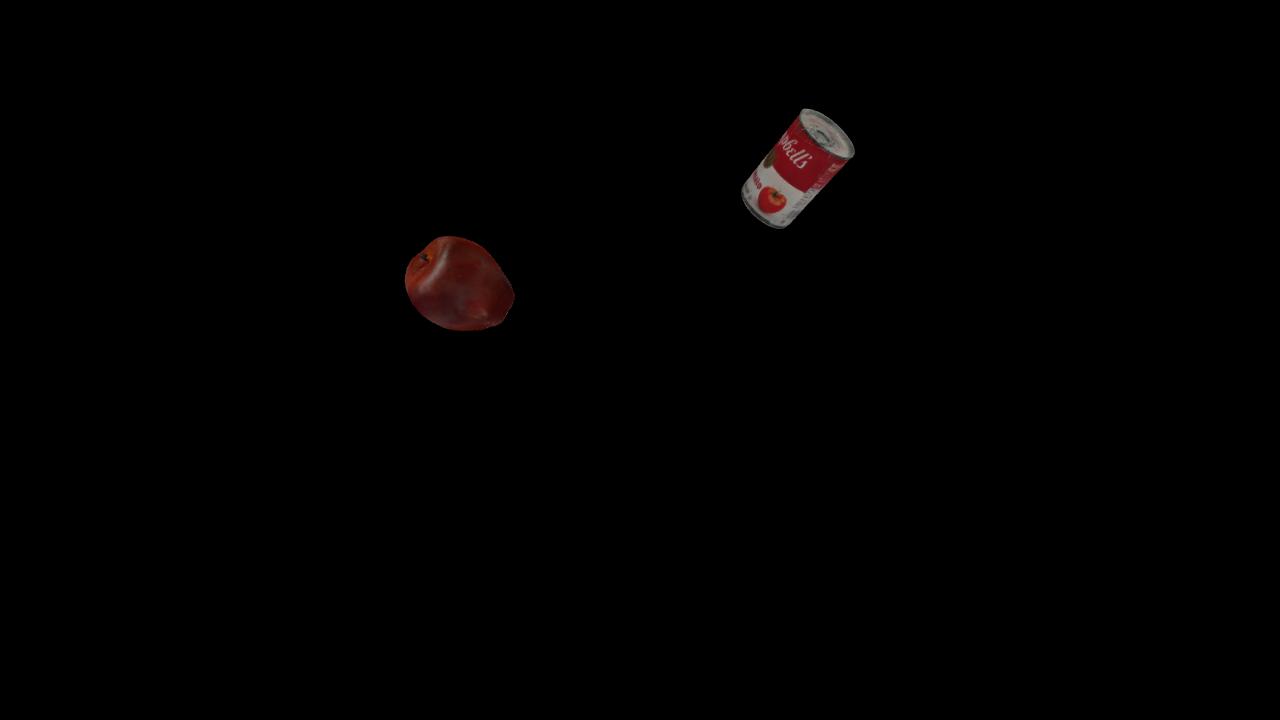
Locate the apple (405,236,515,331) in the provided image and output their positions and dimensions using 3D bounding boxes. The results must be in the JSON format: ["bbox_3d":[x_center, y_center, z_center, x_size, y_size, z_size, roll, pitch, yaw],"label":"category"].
[{"bbox_3d":[-0.155,-0.064,0.533,0.079,0.079,0.093,0,-26,37],"label":"apple"}]

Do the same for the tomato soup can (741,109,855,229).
[{"bbox_3d":[0.158,-0.192,0.628,0.068,0.068,0.101,0,-32,-33],"label":"tomato soup can"}]
